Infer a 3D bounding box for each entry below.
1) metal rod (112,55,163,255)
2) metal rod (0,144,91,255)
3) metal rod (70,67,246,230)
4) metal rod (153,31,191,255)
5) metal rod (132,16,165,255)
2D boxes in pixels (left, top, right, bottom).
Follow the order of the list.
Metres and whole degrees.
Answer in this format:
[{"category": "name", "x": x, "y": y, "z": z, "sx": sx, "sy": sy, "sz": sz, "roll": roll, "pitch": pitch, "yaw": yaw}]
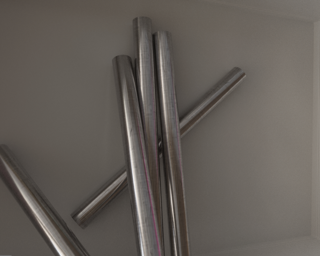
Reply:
[{"category": "metal rod", "x": -0.024, "y": 0.050, "z": 0.338, "sx": 0.025, "sy": 0.025, "sz": 0.299, "roll": -2, "pitch": 66, "yaw": -20}, {"category": "metal rod", "x": -0.081, "y": 0.126, "z": 0.297, "sx": 0.025, "sy": 0.025, "sz": 0.300, "roll": -40, "pitch": 70, "yaw": -16}, {"category": "metal rod", "x": 0.008, "y": 0.017, "z": 0.414, "sx": 0.301, "sy": 0.025, "sz": 0.025, "roll": -42, "pitch": 104, "yaw": -16}, {"category": "metal rod", "x": 0.015, "y": 0.024, "z": 0.387, "sx": 0.025, "sy": 0.025, "sz": 0.298, "roll": -2, "pitch": 81, "yaw": -20}, {"category": "metal rod", "x": -0.015, "y": 0.008, "z": 0.383, "sx": 0.025, "sy": 0.025, "sz": 0.298, "roll": 0, "pitch": 82, "yaw": -20}]
